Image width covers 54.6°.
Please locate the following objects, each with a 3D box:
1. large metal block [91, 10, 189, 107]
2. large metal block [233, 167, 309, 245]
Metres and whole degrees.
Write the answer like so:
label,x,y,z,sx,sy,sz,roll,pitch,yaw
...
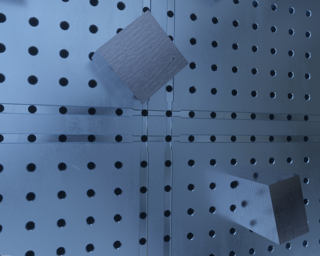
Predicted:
label,x,y,z,sx,sy,sz,roll,pitch,yaw
large metal block,-0.026,-0.084,0.389,0.080,0.050,0.080,-43,104,-15
large metal block,0.155,0.105,0.440,0.050,0.080,0.080,-14,95,-19
